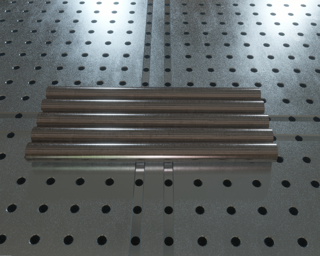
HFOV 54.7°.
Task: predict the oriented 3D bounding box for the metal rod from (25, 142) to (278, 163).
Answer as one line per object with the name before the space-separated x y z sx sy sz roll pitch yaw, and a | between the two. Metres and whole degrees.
metal rod | -0.009 0.030 0.382 0.302 0.025 0.025 0 50 -1

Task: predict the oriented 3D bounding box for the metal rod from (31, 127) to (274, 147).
metal rod | -0.009 0.012 0.397 0.302 0.025 0.025 0 50 0

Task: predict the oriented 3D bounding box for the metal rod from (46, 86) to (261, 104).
metal rod | -0.009 -0.047 0.447 0.302 0.025 0.025 0 50 0

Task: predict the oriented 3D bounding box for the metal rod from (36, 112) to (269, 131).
metal rod | -0.009 -0.008 0.414 0.302 0.025 0.025 0 50 0

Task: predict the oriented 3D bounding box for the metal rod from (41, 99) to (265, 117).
metal rod | -0.009 -0.027 0.430 0.302 0.025 0.025 0 50 0
